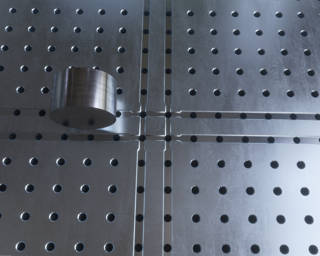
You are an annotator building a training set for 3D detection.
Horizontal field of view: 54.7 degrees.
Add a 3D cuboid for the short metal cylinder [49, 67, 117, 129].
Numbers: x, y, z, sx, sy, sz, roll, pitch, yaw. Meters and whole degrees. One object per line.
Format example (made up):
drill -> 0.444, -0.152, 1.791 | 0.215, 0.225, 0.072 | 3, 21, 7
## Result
short metal cylinder -> -0.096, -0.035, 0.394 | 0.081, 0.080, 0.050 | -1, 70, -1
